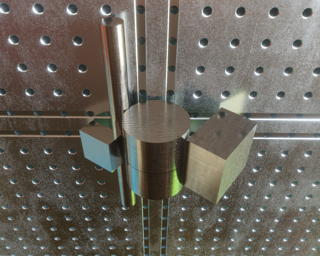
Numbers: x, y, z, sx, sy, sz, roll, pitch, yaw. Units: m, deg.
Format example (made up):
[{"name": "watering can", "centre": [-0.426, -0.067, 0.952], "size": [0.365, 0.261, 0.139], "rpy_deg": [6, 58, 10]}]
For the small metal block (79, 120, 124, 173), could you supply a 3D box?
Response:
[{"name": "small metal block", "centre": [-0.077, 0.024, 0.412], "size": [0.050, 0.025, 0.050], "rpy_deg": [24, 135, 25]}]

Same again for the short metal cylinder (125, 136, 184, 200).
[{"name": "short metal cylinder", "centre": [-0.005, 0.048, 0.411], "size": [0.081, 0.080, 0.050], "rpy_deg": [0, 130, -1]}]

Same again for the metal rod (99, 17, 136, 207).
[{"name": "metal rod", "centre": [-0.050, 0.006, 0.410], "size": [0.025, 0.025, 0.298], "rpy_deg": [0, 130, 0]}]

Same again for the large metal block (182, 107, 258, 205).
[{"name": "large metal block", "centre": [0.074, 0.034, 0.390], "size": [0.050, 0.080, 0.079], "rpy_deg": [27, 137, 27]}]

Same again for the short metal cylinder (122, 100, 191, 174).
[{"name": "short metal cylinder", "centre": [-0.005, 0.009, 0.378], "size": [0.081, 0.080, 0.050], "rpy_deg": [0, 130, -1]}]
